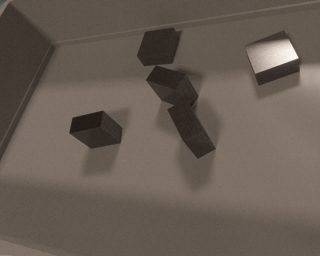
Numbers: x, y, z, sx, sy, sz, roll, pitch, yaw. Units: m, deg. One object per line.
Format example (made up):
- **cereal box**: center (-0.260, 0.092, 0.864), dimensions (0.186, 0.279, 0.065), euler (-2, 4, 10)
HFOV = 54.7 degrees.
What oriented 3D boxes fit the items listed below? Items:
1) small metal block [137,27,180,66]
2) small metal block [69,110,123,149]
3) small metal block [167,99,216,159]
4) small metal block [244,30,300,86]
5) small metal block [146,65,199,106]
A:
- **small metal block**: center (-0.002, -0.126, 0.483), dimensions (0.050, 0.025, 0.050), euler (1, 62, 28)
- **small metal block**: center (-0.088, 0.004, 0.432), dimensions (0.050, 0.050, 0.025), euler (-11, 57, 22)
- **small metal block**: center (0.038, 0.002, 0.368), dimensions (0.025, 0.050, 0.050), euler (-31, 52, 8)
- **small metal block**: center (0.139, -0.087, 0.386), dimensions (0.050, 0.025, 0.050), euler (-19, 54, 16)
- **small metal block**: center (0.017, -0.053, 0.412), dimensions (0.050, 0.050, 0.025), euler (24, 75, 36)
